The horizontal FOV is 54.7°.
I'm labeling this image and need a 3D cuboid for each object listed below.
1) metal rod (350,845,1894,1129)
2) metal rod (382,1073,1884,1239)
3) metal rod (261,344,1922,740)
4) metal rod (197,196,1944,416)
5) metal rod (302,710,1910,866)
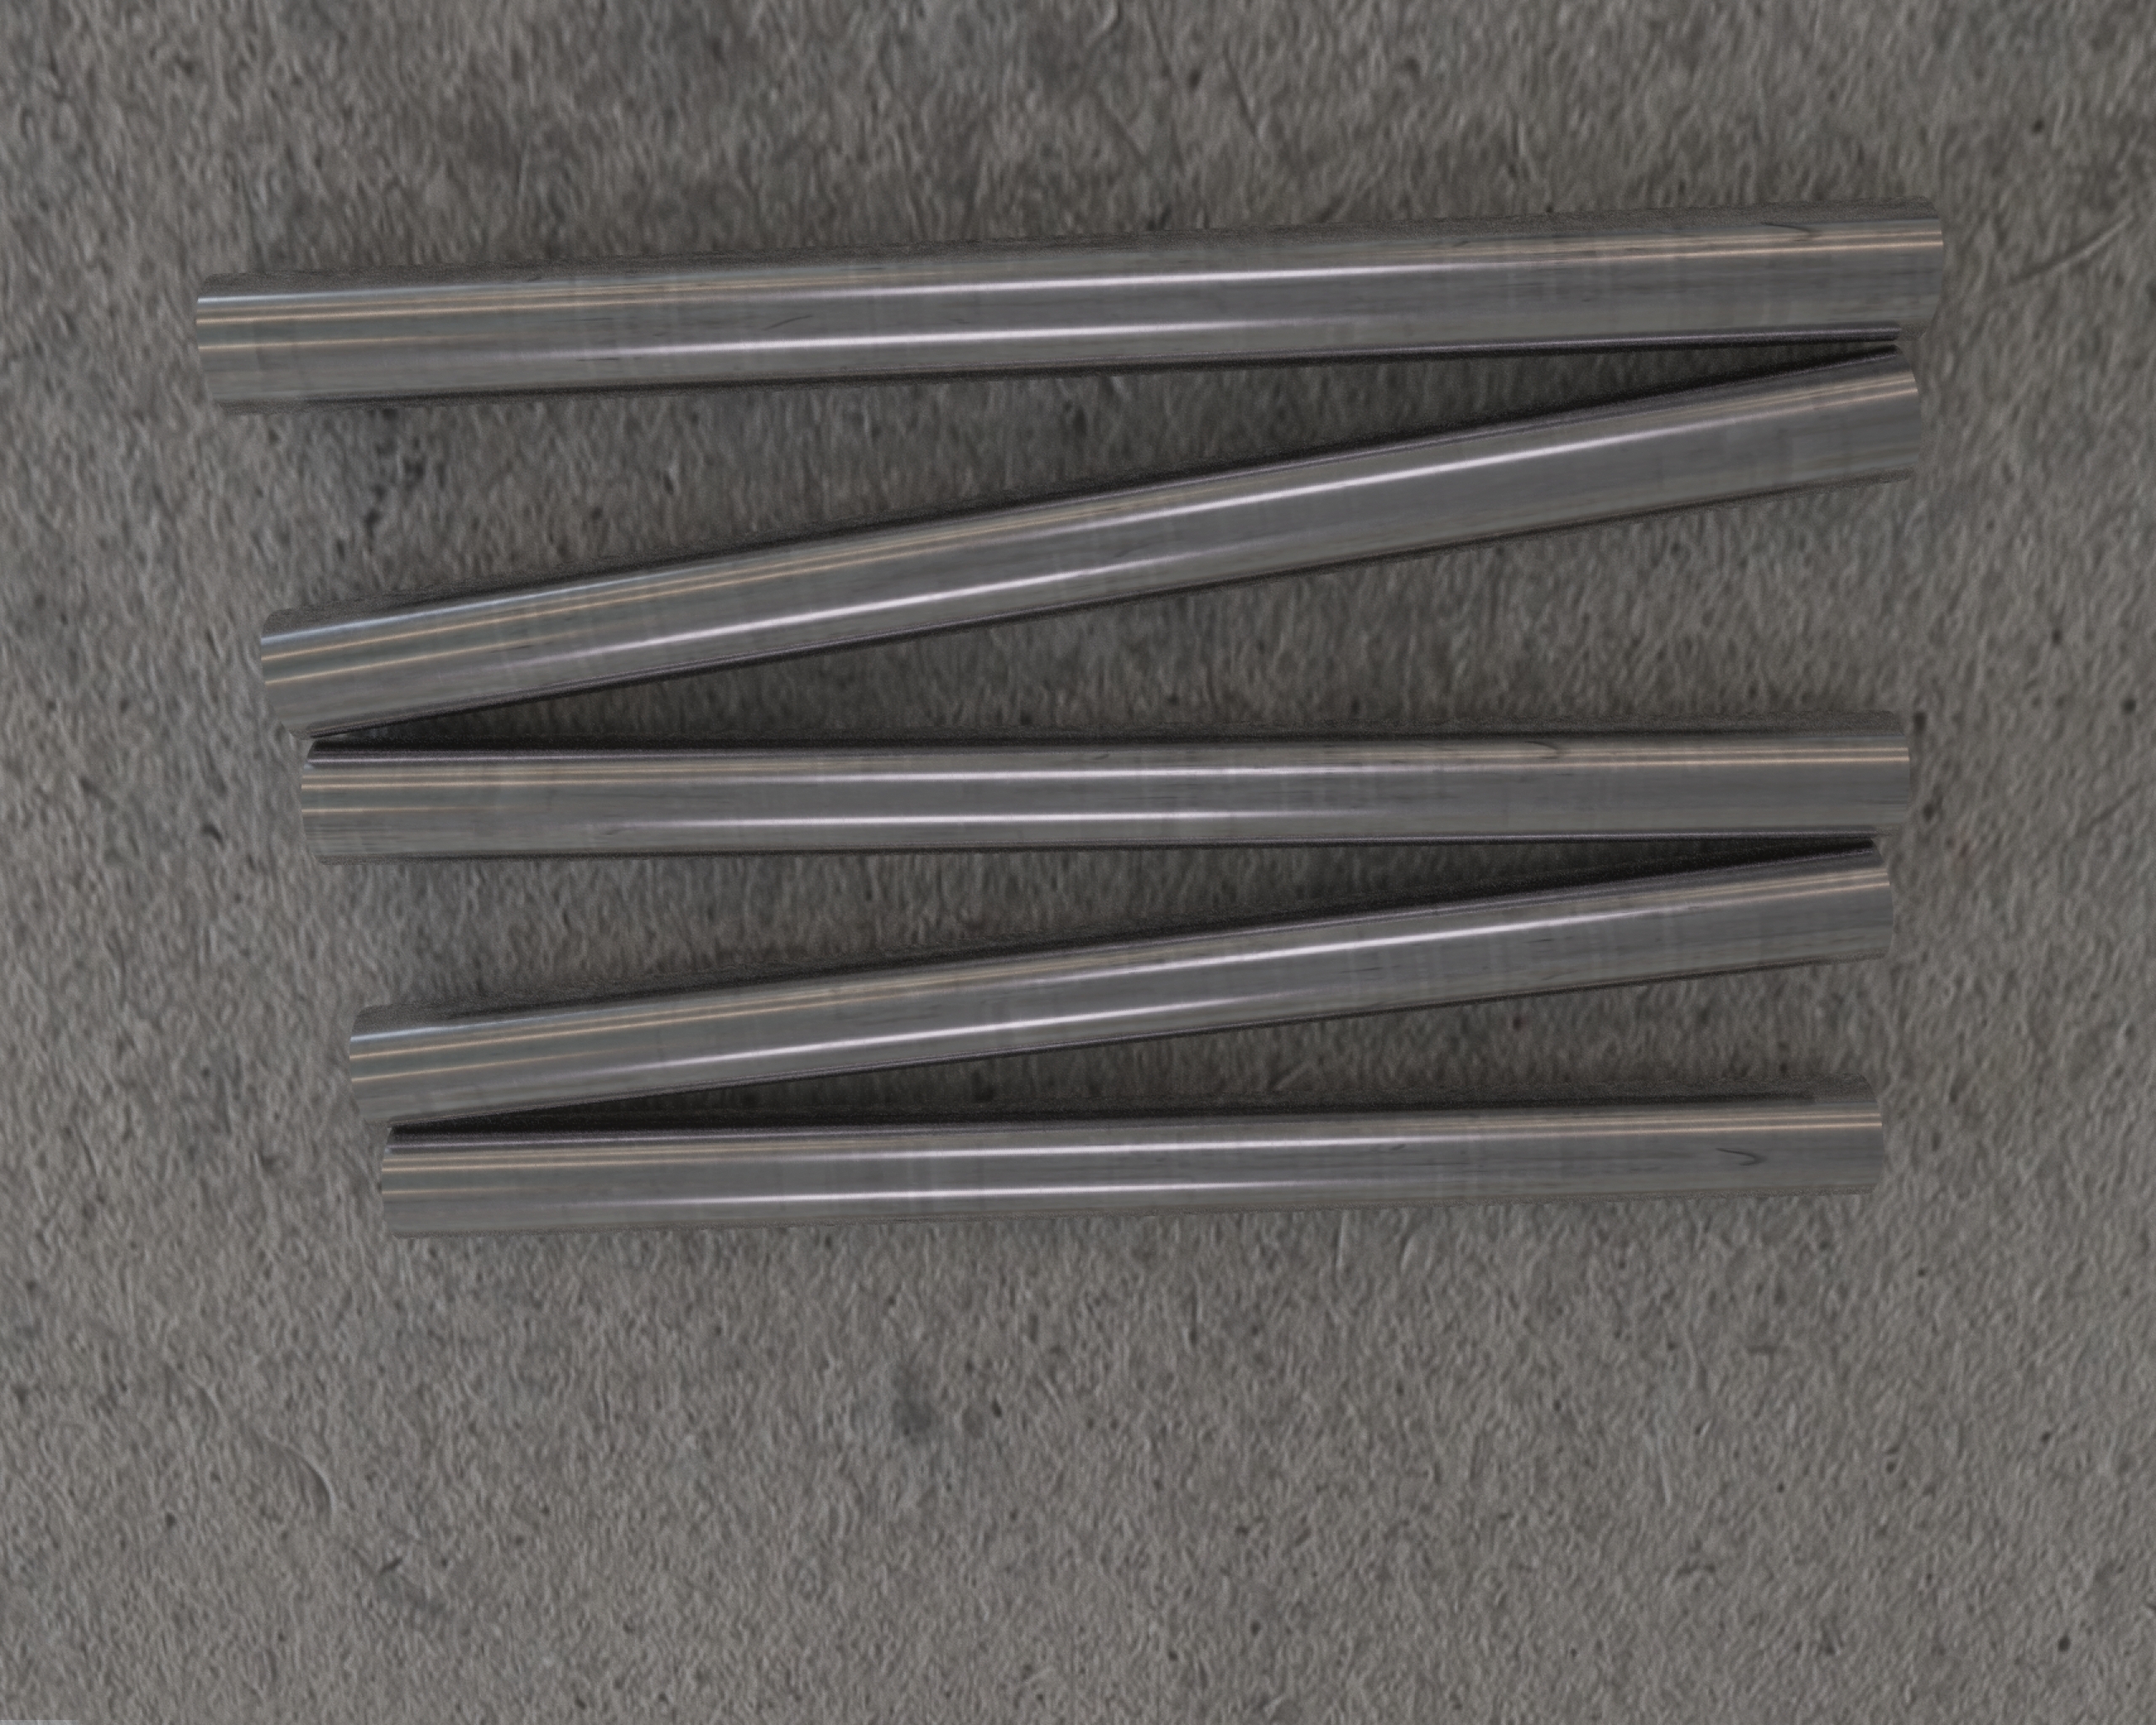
[{"bbox_3d":[0.007,0.024,0.418,0.302,0.025,0.025,-7,110,2],"label":"metal rod"},{"bbox_3d":[0.011,0.061,0.432,0.302,0.025,0.025,-2,110,0],"label":"metal rod"},{"bbox_3d":[0.000,-0.059,0.387,0.302,0.025,0.025,-9,110,3],"label":"metal rod"},{"bbox_3d":[-0.002,-0.099,0.372,0.302,0.025,0.025,-2,110,0],"label":"metal rod"},{"bbox_3d":[0.005,-0.014,0.404,0.302,0.025,0.025,-1,110,0],"label":"metal rod"}]
